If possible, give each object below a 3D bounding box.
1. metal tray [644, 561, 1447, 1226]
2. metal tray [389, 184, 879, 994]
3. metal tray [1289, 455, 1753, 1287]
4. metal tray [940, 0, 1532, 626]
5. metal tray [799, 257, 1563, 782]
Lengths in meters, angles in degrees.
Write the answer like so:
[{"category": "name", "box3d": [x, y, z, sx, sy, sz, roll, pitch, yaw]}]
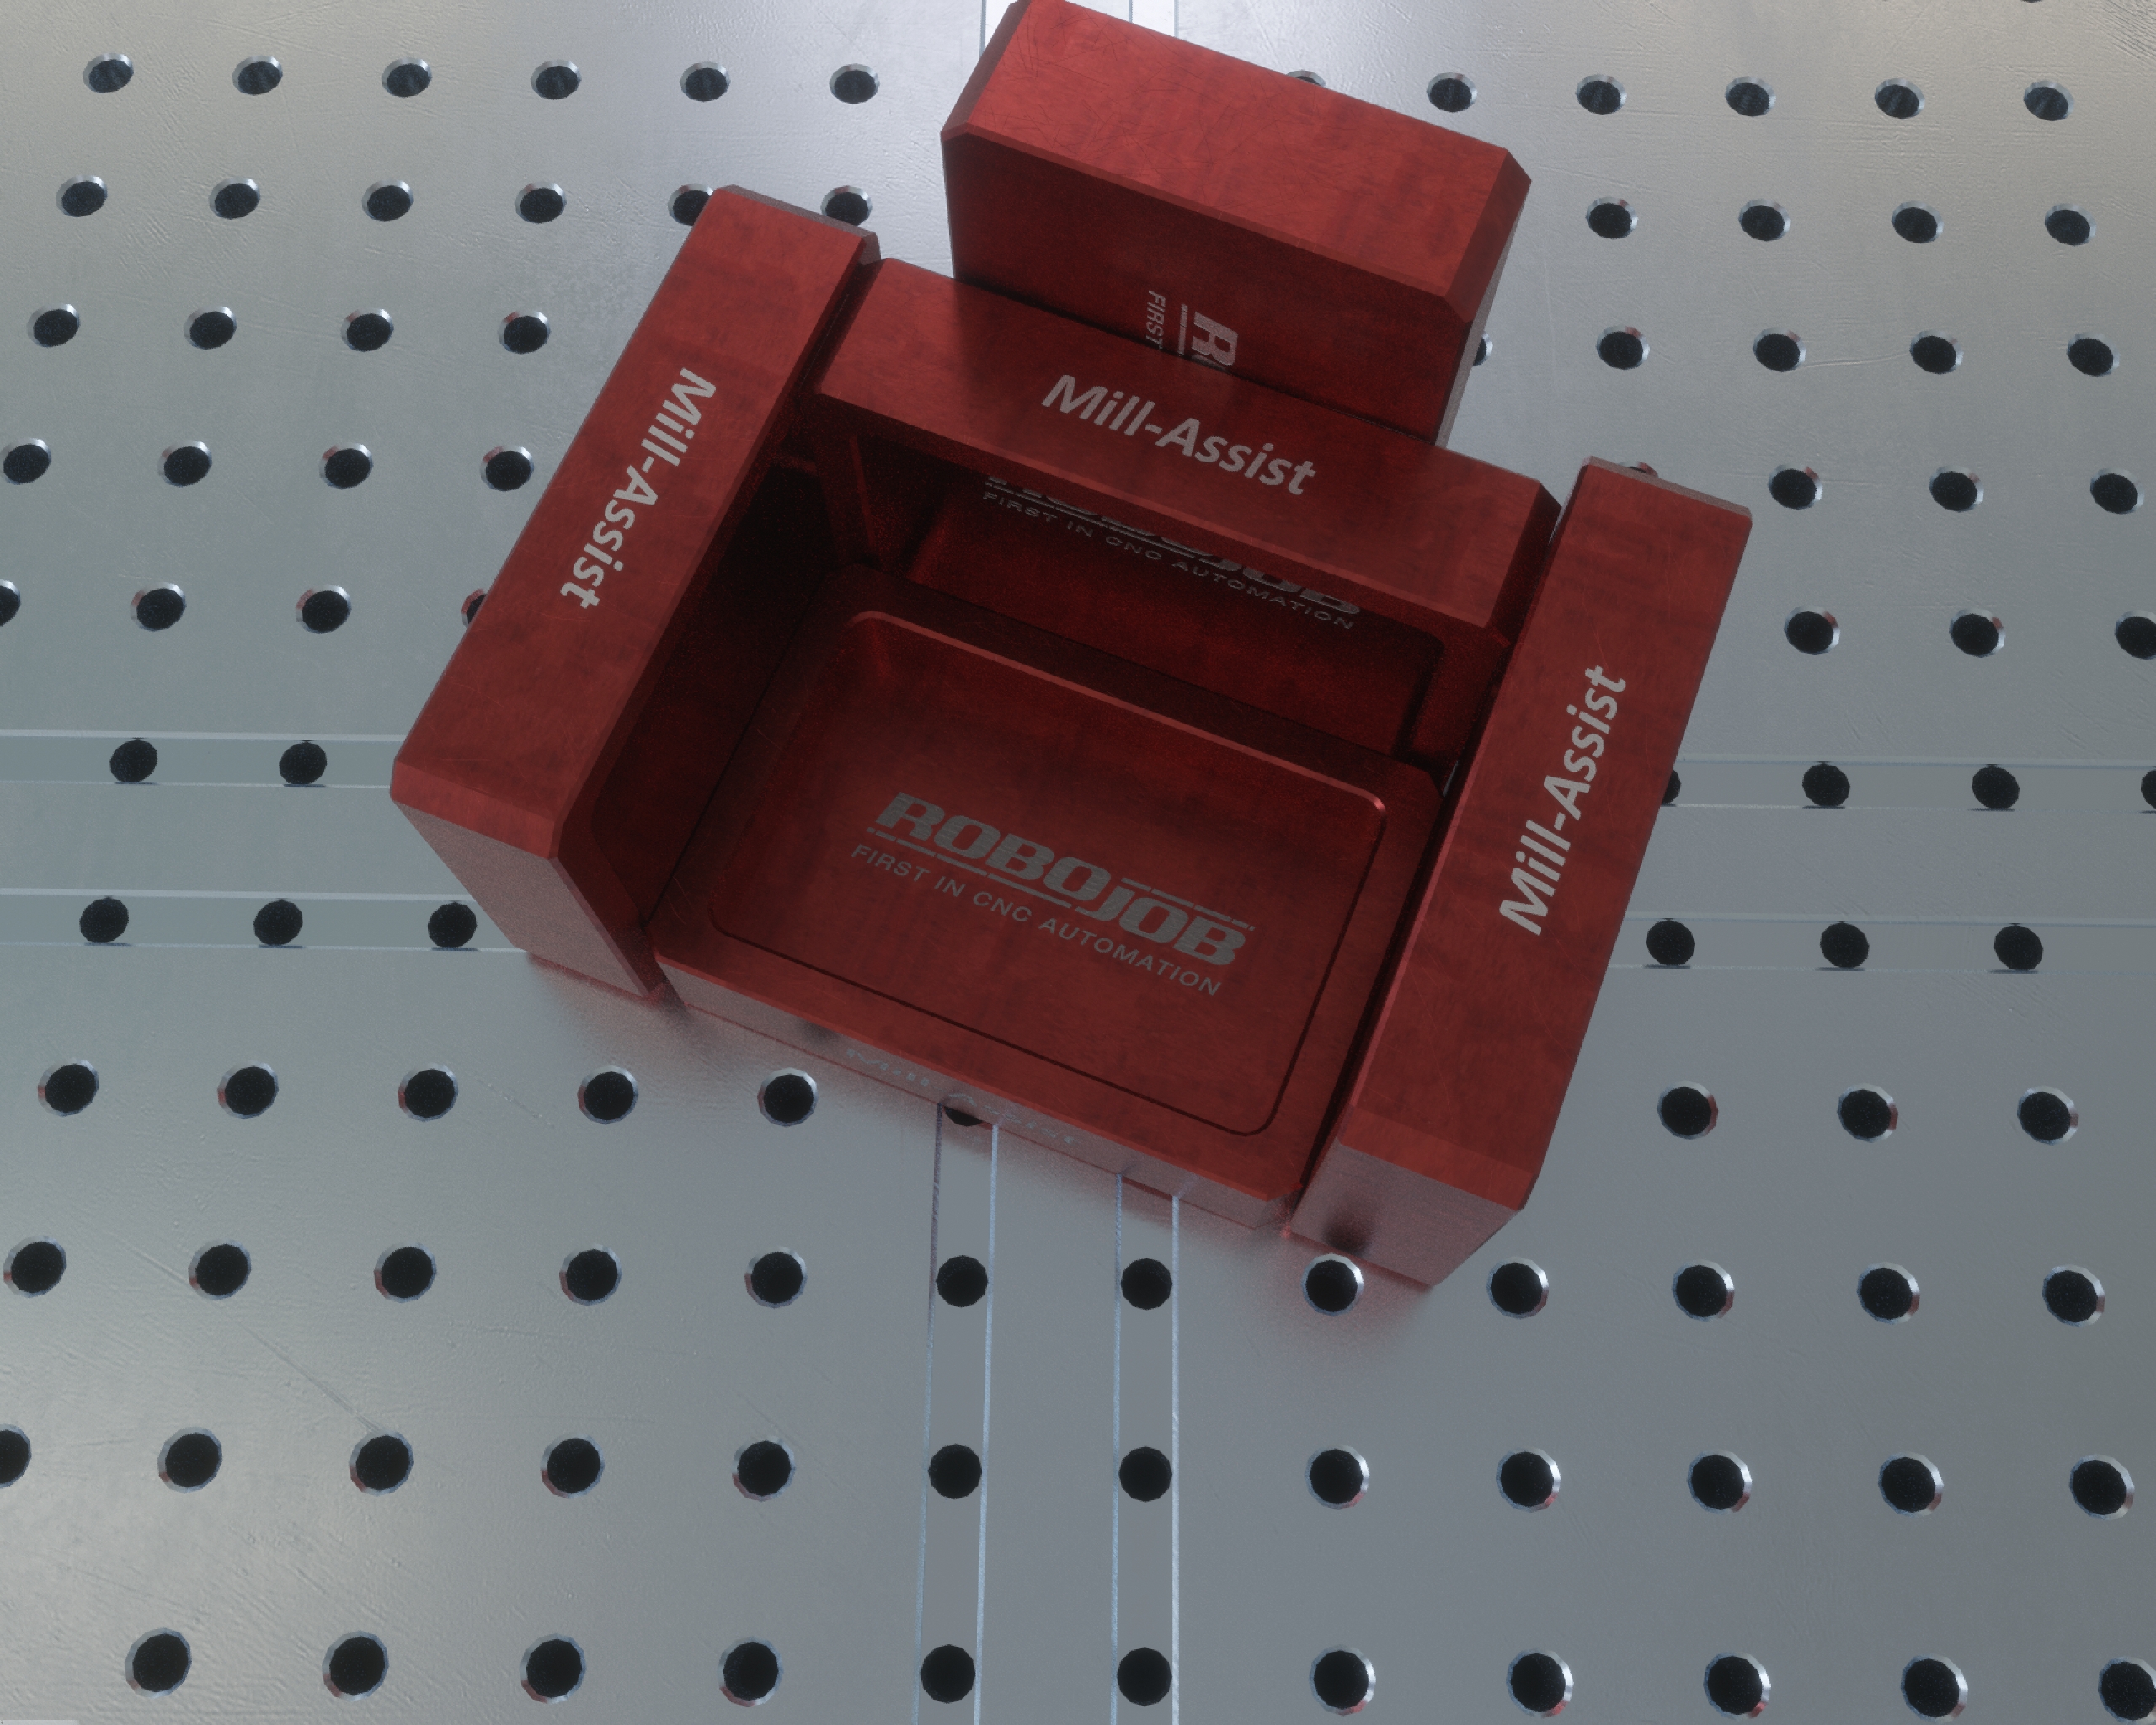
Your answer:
[{"category": "metal tray", "box3d": [-0.005, 0.005, 0.407, 0.130, 0.030, 0.090, 21, 71, 7]}, {"category": "metal tray", "box3d": [-0.074, -0.048, 0.394, 0.030, 0.090, 0.130, 21, 71, 7]}, {"category": "metal tray", "box3d": [0.078, 0.005, 0.375, 0.030, 0.090, 0.130, 21, 71, 7]}, {"category": "metal tray", "box3d": [0.025, -0.093, 0.389, 0.090, 0.130, 0.030, 21, 72, 7]}, {"category": "metal tray", "box3d": [0.017, -0.058, 0.398, 0.130, 0.090, 0.030, 21, 72, 7]}]
